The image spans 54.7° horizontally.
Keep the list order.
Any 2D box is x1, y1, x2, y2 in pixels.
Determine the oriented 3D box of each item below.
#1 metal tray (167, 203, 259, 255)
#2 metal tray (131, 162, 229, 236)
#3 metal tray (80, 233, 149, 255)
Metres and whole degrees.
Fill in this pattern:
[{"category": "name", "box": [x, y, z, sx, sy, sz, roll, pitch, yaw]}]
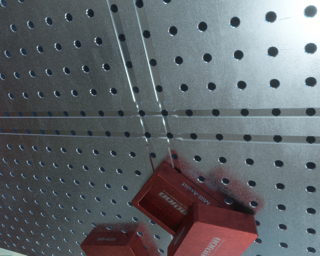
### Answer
[{"category": "metal tray", "box": [0.071, 0.166, 0.450, 0.091, 0.030, 0.129, 14, 129, -8]}, {"category": "metal tray", "box": [0.031, 0.121, 0.465, 0.130, 0.030, 0.089, 37, 129, 3]}, {"category": "metal tray", "box": [-0.083, 0.250, 0.605, 0.130, 0.030, 0.090, -13, 112, 33]}]
